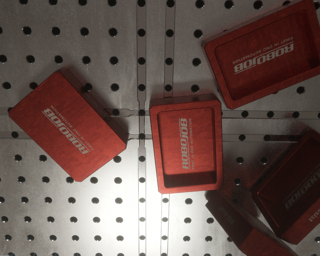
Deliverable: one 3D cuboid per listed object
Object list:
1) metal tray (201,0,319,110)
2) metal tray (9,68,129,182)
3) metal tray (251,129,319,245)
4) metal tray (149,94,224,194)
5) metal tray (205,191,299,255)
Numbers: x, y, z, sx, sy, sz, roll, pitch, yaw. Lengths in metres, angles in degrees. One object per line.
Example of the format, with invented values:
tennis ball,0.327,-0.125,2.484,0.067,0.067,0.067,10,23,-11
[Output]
metal tray,0.127,-0.088,0.379,0.130,0.030,0.090,-23,109,7
metal tray,-0.117,-0.002,0.409,0.090,0.030,0.130,-37,107,12
metal tray,0.188,0.075,0.407,0.030,0.090,0.129,30,107,-20
metal tray,0.037,0.023,0.419,0.091,0.030,0.129,-5,110,1
metal tray,0.120,0.138,0.408,0.090,0.130,0.030,36,91,-13
